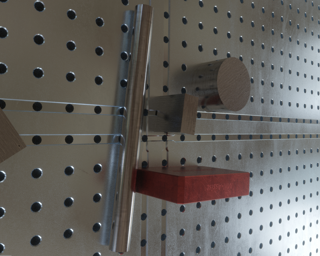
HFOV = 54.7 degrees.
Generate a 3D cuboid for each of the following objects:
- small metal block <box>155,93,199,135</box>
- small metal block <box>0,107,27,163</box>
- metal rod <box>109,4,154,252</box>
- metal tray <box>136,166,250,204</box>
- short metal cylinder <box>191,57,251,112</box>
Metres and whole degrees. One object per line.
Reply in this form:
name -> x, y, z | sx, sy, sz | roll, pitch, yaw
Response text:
small metal block -> 0.022, -0.017, 0.413 | 0.025, 0.050, 0.050 | 12, 82, -40
small metal block -> -0.159, 0.009, 0.277 | 0.050, 0.025, 0.050 | -40, 114, -33
metal rod -> -0.034, -0.004, 0.382 | 0.025, 0.025, 0.298 | 10, 84, -40
metal tray -> 0.043, 0.070, 0.405 | 0.131, 0.090, 0.030 | 4, 87, -40
short metal cylinder -> 0.094, -0.064, 0.474 | 0.081, 0.050, 0.079 | 0, 90, -40
